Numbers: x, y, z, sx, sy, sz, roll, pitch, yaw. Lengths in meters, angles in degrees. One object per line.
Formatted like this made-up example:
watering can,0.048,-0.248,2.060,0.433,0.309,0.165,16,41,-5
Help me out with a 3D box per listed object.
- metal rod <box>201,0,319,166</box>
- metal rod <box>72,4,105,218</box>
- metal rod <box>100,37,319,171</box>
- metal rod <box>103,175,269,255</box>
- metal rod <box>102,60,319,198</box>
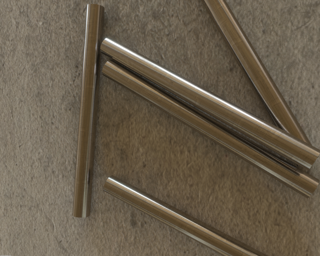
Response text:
metal rod,0.099,-0.094,0.373,0.025,0.025,0.299,-30,81,17
metal rod,-0.102,-0.023,0.443,0.025,0.025,0.298,5,92,19
metal rod,0.043,-0.041,0.378,0.300,0.025,0.025,32,100,22
metal rod,0.060,0.135,0.387,0.301,0.025,0.025,24,98,18
metal rod,0.050,-0.008,0.390,0.300,0.025,0.025,32,100,16
